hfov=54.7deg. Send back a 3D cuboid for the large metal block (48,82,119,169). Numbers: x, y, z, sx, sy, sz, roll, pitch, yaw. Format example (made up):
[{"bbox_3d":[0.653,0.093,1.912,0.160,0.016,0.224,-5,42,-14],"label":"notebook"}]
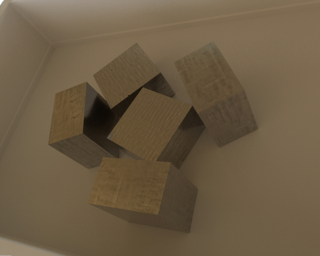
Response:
[{"bbox_3d":[-0.099,-0.001,0.420,0.050,0.080,0.080,-17,55,18],"label":"large metal block"}]

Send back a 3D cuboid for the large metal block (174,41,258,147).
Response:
[{"bbox_3d":[0.065,-0.037,0.356,0.050,0.080,0.080,-27,53,11],"label":"large metal block"}]

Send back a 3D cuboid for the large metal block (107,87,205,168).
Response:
[{"bbox_3d":[-0.004,0.005,0.386,0.080,0.050,0.080,25,75,36],"label":"large metal block"}]

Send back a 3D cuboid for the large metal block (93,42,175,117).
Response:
[{"bbox_3d":[-0.038,-0.063,0.444,0.080,0.050,0.080,-36,51,4],"label":"large metal block"}]

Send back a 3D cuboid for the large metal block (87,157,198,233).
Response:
[{"bbox_3d":[-0.015,0.072,0.332,0.080,0.080,0.050,1,62,28],"label":"large metal block"}]
